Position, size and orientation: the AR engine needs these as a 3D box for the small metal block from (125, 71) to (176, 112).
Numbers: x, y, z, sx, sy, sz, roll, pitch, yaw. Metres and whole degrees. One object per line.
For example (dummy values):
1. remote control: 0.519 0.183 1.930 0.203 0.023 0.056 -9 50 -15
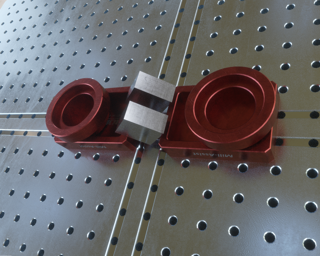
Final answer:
1. small metal block: -0.013 -0.044 0.408 0.050 0.050 0.025 136 151 -62

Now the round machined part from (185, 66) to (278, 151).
1. round machined part: 0.081 -0.018 0.350 0.098 0.042 0.098 -13 56 21

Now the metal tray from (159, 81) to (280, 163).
1. metal tray: 0.071 -0.009 0.374 0.130 0.030 0.090 1 62 28

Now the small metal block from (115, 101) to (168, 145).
1. small metal block: -0.024 -0.005 0.389 0.050 0.050 0.025 136 151 -62

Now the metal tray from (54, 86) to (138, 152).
1. metal tray: -0.087 -0.013 0.461 0.130 0.030 0.090 0 63 28

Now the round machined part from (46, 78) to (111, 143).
1. round machined part: -0.114 -0.022 0.455 0.098 0.042 0.098 -13 56 21
